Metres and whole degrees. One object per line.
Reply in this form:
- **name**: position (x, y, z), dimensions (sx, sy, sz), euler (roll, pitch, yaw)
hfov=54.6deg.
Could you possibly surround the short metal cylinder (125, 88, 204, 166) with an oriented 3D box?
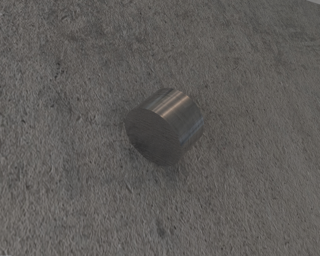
- **short metal cylinder**: position (0.005, -0.001, 0.372), dimensions (0.080, 0.080, 0.050), euler (45, 51, 3)
